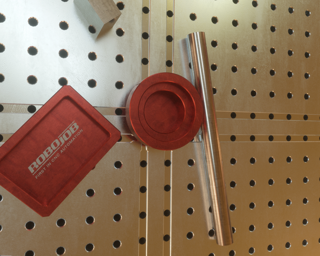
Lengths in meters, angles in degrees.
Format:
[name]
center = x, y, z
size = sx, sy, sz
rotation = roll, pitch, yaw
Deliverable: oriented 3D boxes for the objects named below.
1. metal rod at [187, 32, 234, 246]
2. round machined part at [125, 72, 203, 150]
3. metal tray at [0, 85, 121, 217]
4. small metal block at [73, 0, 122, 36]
[metal rod]
center = 0.072, 0.017, 0.438
size = 0.025, 0.025, 0.298
rotation = -10, 93, -20
[round machined part]
center = 0.003, -0.021, 0.404
size = 0.099, 0.042, 0.097
rotation = 0, 90, -20
[metal tray]
center = -0.122, 0.025, 0.364
size = 0.090, 0.030, 0.130
rotation = 45, 76, -15
[small metal block]
center = -0.076, -0.145, 0.371
size = 0.025, 0.050, 0.050
rotation = -38, 103, -16
